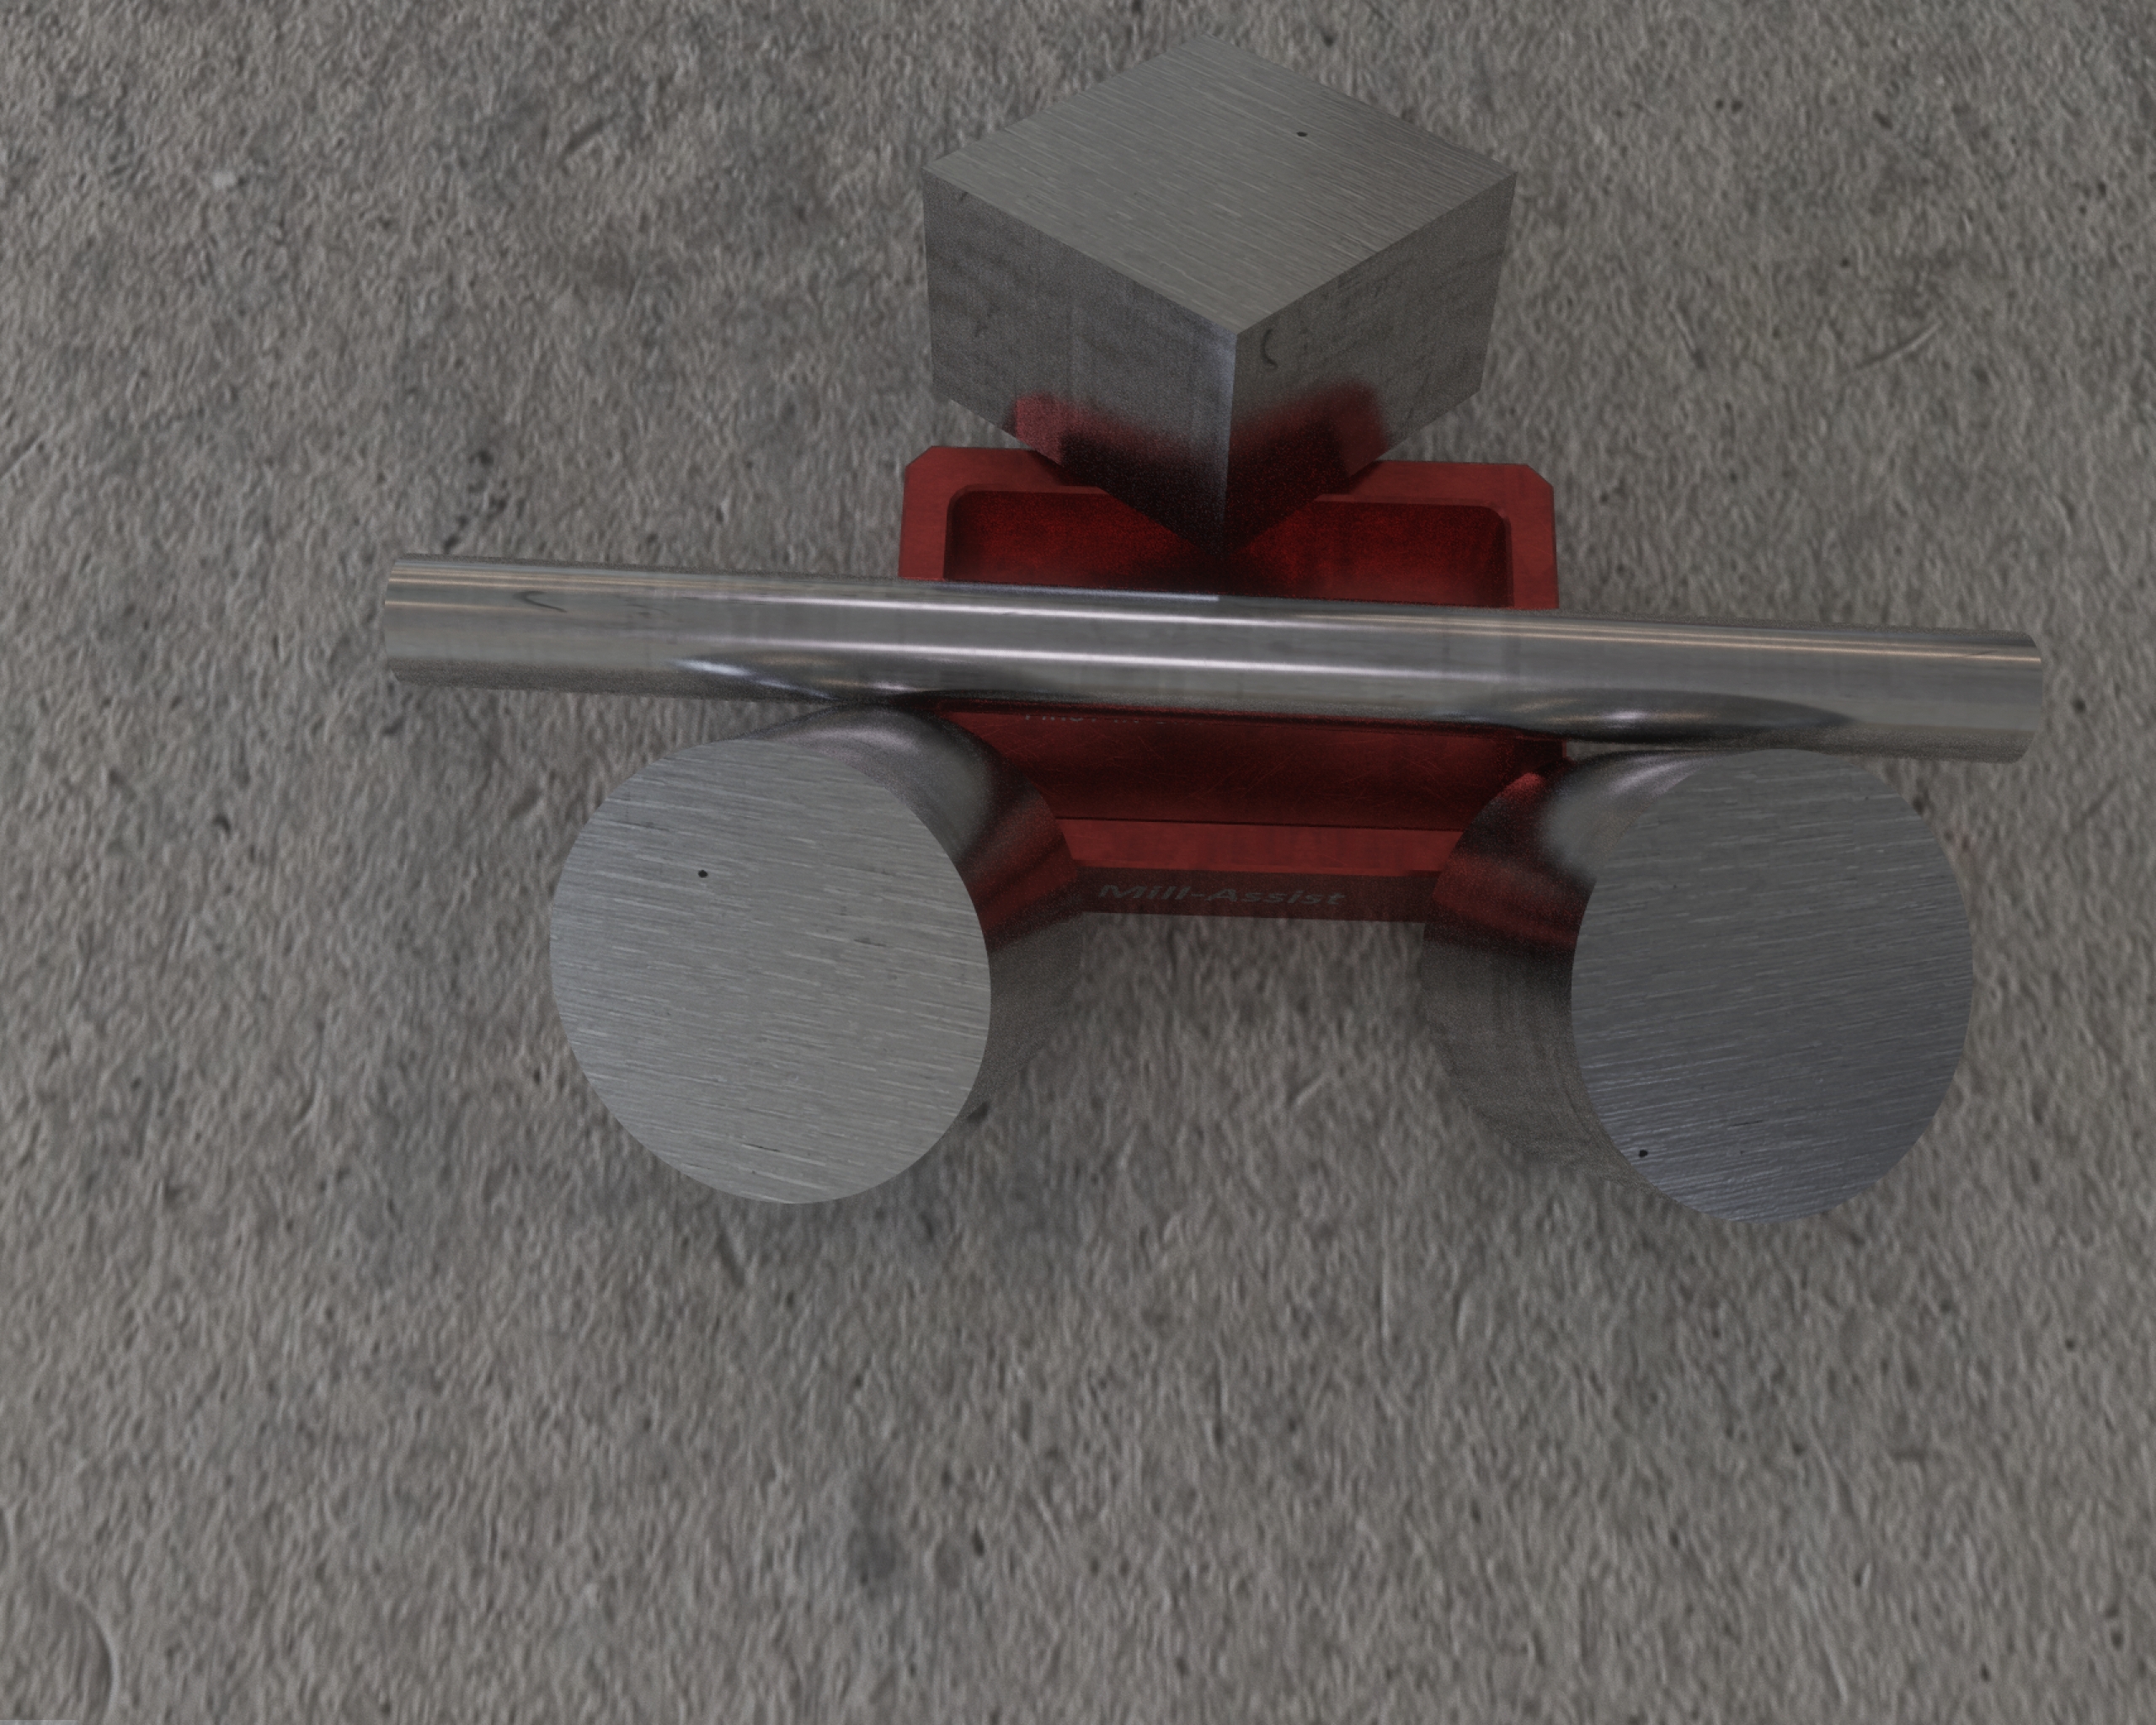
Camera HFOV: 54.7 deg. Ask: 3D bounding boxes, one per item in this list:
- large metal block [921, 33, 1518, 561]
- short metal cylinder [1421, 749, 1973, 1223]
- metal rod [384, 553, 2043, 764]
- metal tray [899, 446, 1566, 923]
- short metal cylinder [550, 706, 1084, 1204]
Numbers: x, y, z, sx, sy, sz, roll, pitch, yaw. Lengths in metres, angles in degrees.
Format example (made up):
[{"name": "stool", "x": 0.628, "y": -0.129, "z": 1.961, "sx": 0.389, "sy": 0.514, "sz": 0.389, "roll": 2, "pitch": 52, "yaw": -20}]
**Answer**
[{"name": "large metal block", "x": 0.027, "y": -0.115, "z": 0.415, "sx": 0.080, "sy": 0.050, "sz": 0.080, "roll": 36, "pitch": 56, "yaw": 28}, {"name": "short metal cylinder", "x": 0.109, "y": 0.020, "z": 0.372, "sx": 0.081, "sy": 0.050, "sz": 0.079, "roll": -1, "pitch": 93, "yaw": -19}, {"name": "metal rod", "x": 0.024, "y": -0.038, "z": 0.392, "sx": 0.302, "sy": 0.025, "sz": 0.025, "roll": 3, "pitch": 70, "yaw": 1}, {"name": "metal tray", "x": 0.029, "y": -0.036, "z": 0.420, "sx": 0.131, "sy": 0.030, "sz": 0.090, "roll": 2, "pitch": 70, "yaw": 0}, {"name": "short metal cylinder", "x": -0.045, "y": 0.014, "z": 0.371, "sx": 0.080, "sy": 0.050, "sz": 0.079, "roll": 3, "pitch": 102, "yaw": 17}]
